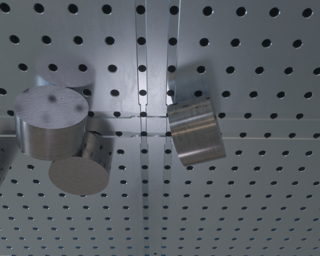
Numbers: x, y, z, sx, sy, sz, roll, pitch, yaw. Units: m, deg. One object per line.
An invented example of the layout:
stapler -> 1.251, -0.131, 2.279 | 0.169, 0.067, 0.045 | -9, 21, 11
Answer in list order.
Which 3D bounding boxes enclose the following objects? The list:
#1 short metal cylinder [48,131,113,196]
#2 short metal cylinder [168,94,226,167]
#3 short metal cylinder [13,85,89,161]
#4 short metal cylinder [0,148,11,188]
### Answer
short metal cylinder -> -0.109, 0.050, 0.437 | 0.081, 0.050, 0.079 | 0, 130, 0
short metal cylinder -> 0.046, 0.003, 0.378 | 0.050, 0.080, 0.080 | -15, 129, 12
short metal cylinder -> -0.128, -0.007, 0.368 | 0.081, 0.080, 0.050 | 10, 129, -9
short metal cylinder -> -0.266, 0.062, 0.446 | 0.081, 0.050, 0.079 | 0, 130, 0
